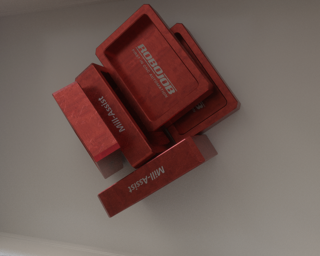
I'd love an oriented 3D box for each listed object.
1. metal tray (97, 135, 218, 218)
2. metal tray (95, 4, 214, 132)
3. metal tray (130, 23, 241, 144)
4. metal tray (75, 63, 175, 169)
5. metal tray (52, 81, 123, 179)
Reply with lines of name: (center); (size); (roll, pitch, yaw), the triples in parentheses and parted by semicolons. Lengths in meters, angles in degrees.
metal tray: (0.001, 0.055, 0.373); (0.130, 0.090, 0.030); (-34, 79, 16)
metal tray: (-0.008, -0.071, 0.376); (0.090, 0.030, 0.130); (-38, 78, 16)
metal tray: (0.029, -0.055, 0.397); (0.090, 0.030, 0.130); (-36, 78, 17)
metal tray: (-0.039, -0.015, 0.386); (0.030, 0.090, 0.130); (-39, 78, 16)
metal tray: (-0.083, 0.010, 0.383); (0.030, 0.130, 0.090); (-33, 78, -14)
